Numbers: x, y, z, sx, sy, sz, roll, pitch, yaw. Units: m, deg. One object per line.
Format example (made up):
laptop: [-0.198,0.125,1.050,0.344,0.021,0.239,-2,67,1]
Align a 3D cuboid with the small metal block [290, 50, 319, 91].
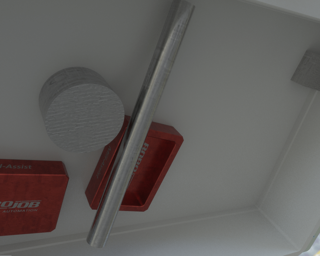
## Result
small metal block: [0.243,-0.090,0.489,0.050,0.025,0.050,8,114,-32]

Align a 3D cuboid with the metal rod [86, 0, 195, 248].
metal rod: [-0.026,0.003,0.357,0.025,0.025,0.298,14,102,-34]

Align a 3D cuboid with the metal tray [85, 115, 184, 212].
metal tray: [-0.035,0.052,0.419,0.091,0.030,0.129,13,111,-34]

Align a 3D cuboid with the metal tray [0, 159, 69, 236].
metal tray: [-0.182,0.081,0.357,0.131,0.030,0.089,6,115,-32]

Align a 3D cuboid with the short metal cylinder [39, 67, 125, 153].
short metal cylinder: [-0.085,-0.020,0.335,0.081,0.050,0.079,-14,125,-21]
